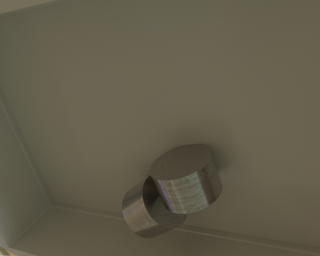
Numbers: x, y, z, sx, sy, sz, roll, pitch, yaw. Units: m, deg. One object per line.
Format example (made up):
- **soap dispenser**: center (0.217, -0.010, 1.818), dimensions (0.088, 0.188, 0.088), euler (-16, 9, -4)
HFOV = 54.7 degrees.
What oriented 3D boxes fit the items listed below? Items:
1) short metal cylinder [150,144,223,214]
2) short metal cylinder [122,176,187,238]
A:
- **short metal cylinder**: center (0.033, 0.063, 0.394), dimensions (0.080, 0.080, 0.050), euler (-8, 114, 32)
- **short metal cylinder**: center (-0.007, 0.112, 0.446), dimensions (0.080, 0.080, 0.050), euler (47, 129, -5)
